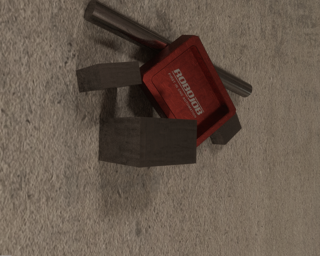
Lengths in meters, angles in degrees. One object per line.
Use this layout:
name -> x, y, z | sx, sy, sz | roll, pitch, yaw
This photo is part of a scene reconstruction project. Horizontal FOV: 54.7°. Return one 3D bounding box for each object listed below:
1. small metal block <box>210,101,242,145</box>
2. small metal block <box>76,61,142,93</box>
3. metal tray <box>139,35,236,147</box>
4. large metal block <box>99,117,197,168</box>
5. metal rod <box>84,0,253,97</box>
small metal block -> 0.099, -0.008, 0.490 | 0.050, 0.025, 0.050 | -39, 114, -34
small metal block -> -0.057, -0.056, 0.342 | 0.050, 0.050, 0.025 | -14, 99, -39
metal tray -> 0.037, -0.045, 0.411 | 0.090, 0.030, 0.130 | -40, 119, -10
large metal block -> -0.015, 0.014, 0.358 | 0.081, 0.080, 0.050 | 2, 89, -40
metal rod -> 0.035, -0.097, 0.436 | 0.302, 0.025, 0.025 | 16, 80, -39
